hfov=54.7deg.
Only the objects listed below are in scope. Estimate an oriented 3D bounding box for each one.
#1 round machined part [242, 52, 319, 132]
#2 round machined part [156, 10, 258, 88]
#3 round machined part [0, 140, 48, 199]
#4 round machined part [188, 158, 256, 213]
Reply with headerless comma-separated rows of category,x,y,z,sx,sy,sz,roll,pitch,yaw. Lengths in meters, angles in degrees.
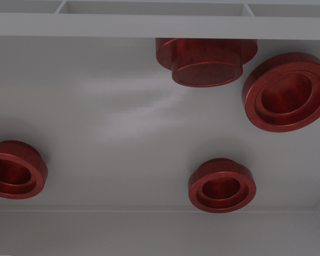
round machined part,0.144,-0.045,0.361,0.099,0.042,0.097,0,130,0
round machined part,0.045,-0.070,0.306,0.099,0.042,0.098,-1,169,0
round machined part,-0.210,0.056,0.443,0.099,0.042,0.097,0,130,0
round machined part,0.092,0.083,0.470,0.099,0.042,0.097,0,130,0
